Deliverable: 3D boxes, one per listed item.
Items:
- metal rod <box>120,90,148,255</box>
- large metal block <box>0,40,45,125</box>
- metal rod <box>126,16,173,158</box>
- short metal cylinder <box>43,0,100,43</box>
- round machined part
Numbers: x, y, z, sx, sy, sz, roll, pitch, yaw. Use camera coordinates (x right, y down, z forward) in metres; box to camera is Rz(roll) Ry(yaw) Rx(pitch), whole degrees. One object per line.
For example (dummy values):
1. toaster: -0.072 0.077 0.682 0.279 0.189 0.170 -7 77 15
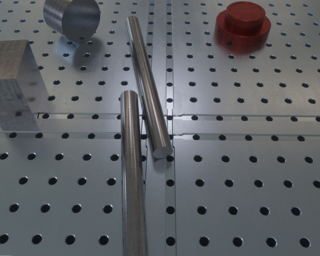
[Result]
1. metal rod: -0.031 0.069 0.349 0.025 0.025 0.300 -4 50 -3
2. large metal block: -0.200 -0.062 0.423 0.050 0.080 0.080 -4 50 -4
3. metal rod: -0.024 -0.082 0.476 0.025 0.025 0.300 -8 50 -7
4. short metal cylinder: -0.151 -0.195 0.535 0.050 0.080 0.080 34 58 25
5. round machined part: 0.151 -0.193 0.560 0.099 0.042 0.098 0 50 0
